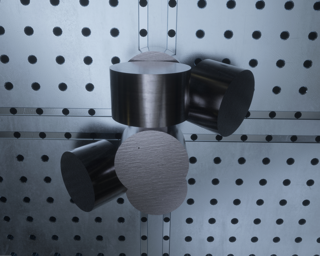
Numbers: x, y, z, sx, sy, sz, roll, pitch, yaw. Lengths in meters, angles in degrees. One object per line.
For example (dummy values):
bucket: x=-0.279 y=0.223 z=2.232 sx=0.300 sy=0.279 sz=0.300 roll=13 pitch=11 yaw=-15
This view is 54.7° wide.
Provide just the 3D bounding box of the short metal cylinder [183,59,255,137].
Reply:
short metal cylinder: x=0.068 y=-0.036 z=0.364 sx=0.050 sy=0.081 sz=0.079 roll=25 pitch=114 yaw=34

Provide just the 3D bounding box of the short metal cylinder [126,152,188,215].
short metal cylinder: x=-0.005 y=0.071 z=0.425 sx=0.081 sy=0.050 sz=0.079 roll=0 pitch=111 yaw=-1

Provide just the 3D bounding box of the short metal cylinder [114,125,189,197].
short metal cylinder: x=-0.009 y=0.031 z=0.357 sx=0.081 sy=0.050 sz=0.079 roll=0 pitch=110 yaw=0

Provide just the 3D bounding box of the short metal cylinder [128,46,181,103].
short metal cylinder: x=-0.008 y=-0.056 z=0.379 sx=0.081 sy=0.050 sz=0.079 roll=0 pitch=111 yaw=0

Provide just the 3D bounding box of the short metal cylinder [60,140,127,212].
short metal cylinder: x=-0.085 y=0.060 z=0.399 sx=0.050 sy=0.080 sz=0.079 roll=-20 pitch=117 yaw=-40

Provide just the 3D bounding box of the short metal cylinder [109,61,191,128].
short metal cylinder: x=-0.010 y=-0.037 z=0.315 sx=0.081 sy=0.080 sz=0.050 roll=0 pitch=110 yaw=0
